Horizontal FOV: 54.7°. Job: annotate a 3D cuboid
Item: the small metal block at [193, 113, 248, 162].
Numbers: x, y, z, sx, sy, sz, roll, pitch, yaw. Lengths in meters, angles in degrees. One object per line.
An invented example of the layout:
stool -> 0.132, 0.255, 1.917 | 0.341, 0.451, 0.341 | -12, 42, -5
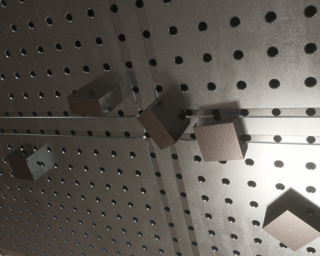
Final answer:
small metal block -> 0.074, 0.012, 0.379 | 0.050, 0.025, 0.050 | -8, 115, 31

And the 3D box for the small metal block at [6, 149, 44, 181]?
small metal block -> -0.254, 0.070, 0.586 | 0.050, 0.025, 0.050 | 4, 121, 25

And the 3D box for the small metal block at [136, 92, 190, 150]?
small metal block -> 0.006, -0.009, 0.385 | 0.025, 0.050, 0.050 | -28, 103, 37

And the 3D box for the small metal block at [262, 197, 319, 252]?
small metal block -> 0.170, 0.124, 0.398 | 0.050, 0.025, 0.050 | 35, 129, 4

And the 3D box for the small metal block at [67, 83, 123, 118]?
small metal block -> -0.086, -0.039, 0.415 | 0.050, 0.050, 0.025 | 7, 121, 24
